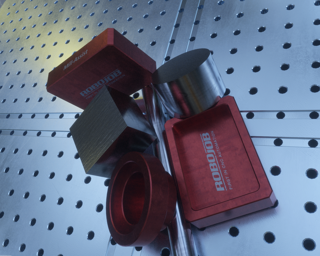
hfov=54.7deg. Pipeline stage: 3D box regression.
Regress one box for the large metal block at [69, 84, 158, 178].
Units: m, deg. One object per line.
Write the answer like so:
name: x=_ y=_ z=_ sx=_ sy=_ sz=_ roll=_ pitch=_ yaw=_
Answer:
large metal block: x=-0.062 y=0.006 z=0.393 sx=0.080 sy=0.050 sz=0.080 roll=-48 pitch=49 yaw=18

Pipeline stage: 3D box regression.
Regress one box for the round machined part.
round machined part: x=-0.018 y=0.077 z=0.337 sx=0.098 sy=0.042 sz=0.098 roll=-27 pitch=56 yaw=50

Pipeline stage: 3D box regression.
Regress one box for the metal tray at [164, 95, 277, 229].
metal tray: x=0.061 y=0.034 z=0.347 sx=0.090 sy=0.030 sz=0.130 roll=-22 pitch=53 yaw=14

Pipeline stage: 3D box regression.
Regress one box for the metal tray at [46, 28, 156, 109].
metal tray: x=-0.081 y=-0.071 z=0.430 sx=0.130 sy=0.090 sz=0.030 roll=-25 pitch=53 yaw=31

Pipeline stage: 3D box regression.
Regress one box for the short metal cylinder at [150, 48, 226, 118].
short metal cylinder: x=0.034 y=-0.056 z=0.385 sx=0.080 sy=0.050 sz=0.080 roll=-24 pitch=27 yaw=13

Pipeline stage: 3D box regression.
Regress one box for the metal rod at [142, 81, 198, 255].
metal rod: x=0.003 y=0.023 z=0.387 sx=0.025 sy=0.025 sz=0.299 roll=-23 pitch=53 yaw=14
